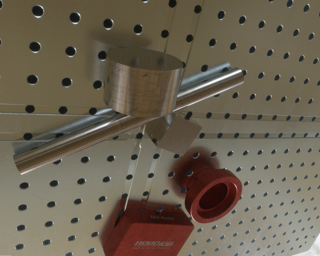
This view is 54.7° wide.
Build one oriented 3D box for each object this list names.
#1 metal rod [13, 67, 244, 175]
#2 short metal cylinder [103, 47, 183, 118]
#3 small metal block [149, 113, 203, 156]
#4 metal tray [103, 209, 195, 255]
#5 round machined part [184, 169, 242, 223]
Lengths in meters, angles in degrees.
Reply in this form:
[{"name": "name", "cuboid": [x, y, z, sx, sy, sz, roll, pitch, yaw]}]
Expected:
[{"name": "metal rod", "cuboid": [-0.026, -0.015, 0.389, 0.302, 0.025, 0.025, -23, 127, -15]}, {"name": "short metal cylinder", "cuboid": [-0.019, -0.051, 0.335, 0.081, 0.080, 0.050, -5, 121, -26]}, {"name": "small metal block", "cuboid": [0.022, 0.006, 0.429, 0.050, 0.025, 0.050, 23, 106, -37]}, {"name": "metal tray", "cuboid": [-0.016, 0.183, 0.515, 0.131, 0.030, 0.089, 16, 110, -35]}, {"name": "round machined part", "cuboid": [0.084, 0.107, 0.515, 0.099, 0.042, 0.097, -14, 125, -21]}]
